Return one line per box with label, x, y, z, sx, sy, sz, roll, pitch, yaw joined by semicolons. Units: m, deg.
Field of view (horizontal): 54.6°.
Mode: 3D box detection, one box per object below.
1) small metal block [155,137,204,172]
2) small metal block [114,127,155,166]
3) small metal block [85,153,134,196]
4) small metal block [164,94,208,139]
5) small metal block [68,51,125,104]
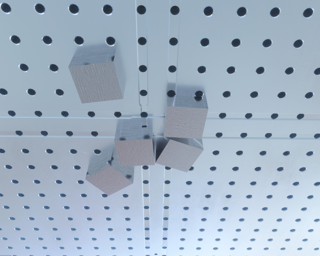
small metal block;0.026;0.032;0.439;0.050;0.025;0.050;18;128;-15
small metal block;-0.034;0.027;0.434;0.050;0.025;0.050;-3;130;2
small metal block;-0.075;0.072;0.472;0.050;0.025;0.050;-30;124;23
small metal block;0.032;-0.014;0.400;0.050;0.025;0.050;3;130;-3
small metal block;-0.072;-0.058;0.361;0.050;0.025;0.050;-6;130;5
